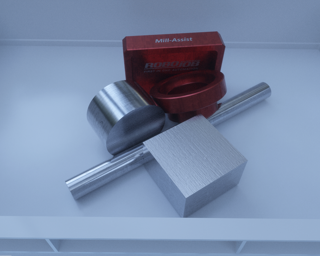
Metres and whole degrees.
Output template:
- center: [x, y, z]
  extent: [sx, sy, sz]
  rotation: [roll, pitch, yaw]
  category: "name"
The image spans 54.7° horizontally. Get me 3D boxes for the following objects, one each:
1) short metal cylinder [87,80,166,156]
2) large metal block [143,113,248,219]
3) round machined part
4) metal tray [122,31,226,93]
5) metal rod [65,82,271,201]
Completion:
- center: [-0.041, -0.011, 0.376]
  extent: [0.081, 0.080, 0.050]
  rotation: [-27, 55, -21]
  category: "short metal cylinder"
- center: [0.037, 0.041, 0.351]
  extent: [0.081, 0.050, 0.080]
  rotation: [-26, 55, -21]
  category: "large metal block"
- center: [0.039, -0.040, 0.408]
  extent: [0.098, 0.042, 0.098]
  rotation: [-13, 24, 6]
  category: "round machined part"
- center: [0.017, -0.084, 0.430]
  extent: [0.131, 0.089, 0.030]
  rotation: [-5, 51, -5]
  category: "metal tray"
- center: [0.026, 0.007, 0.397]
  extent: [0.302, 0.025, 0.025]
  rotation: [-26, 55, -21]
  category: "metal rod"
